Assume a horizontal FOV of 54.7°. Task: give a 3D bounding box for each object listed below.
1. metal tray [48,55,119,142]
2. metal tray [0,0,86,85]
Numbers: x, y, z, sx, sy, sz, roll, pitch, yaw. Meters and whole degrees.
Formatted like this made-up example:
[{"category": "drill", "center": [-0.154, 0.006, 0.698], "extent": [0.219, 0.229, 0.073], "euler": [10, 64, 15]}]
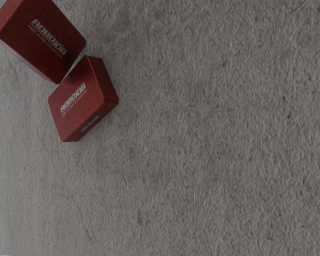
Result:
[{"category": "metal tray", "center": [-0.130, -0.045, 0.509], "extent": [0.130, 0.030, 0.090], "euler": [-37, 67, 33]}, {"category": "metal tray", "center": [-0.175, -0.135, 0.462], "extent": [0.030, 0.130, 0.090], "euler": [24, 78, 27]}]
